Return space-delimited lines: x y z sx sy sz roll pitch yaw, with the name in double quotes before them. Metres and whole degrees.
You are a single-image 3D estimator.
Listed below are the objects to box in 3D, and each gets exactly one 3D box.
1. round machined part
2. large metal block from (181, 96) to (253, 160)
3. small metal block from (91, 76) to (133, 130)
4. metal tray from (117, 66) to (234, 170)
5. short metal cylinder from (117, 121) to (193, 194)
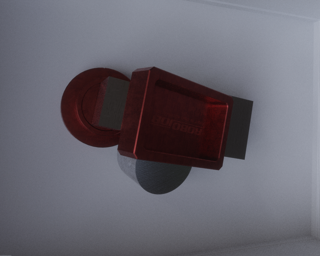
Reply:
"round machined part" -0.068 -0.025 0.375 0.099 0.042 0.097 0 90 -21
"large metal block" 0.073 -0.004 0.423 0.081 0.050 0.080 11 87 -20
"small metal block" -0.052 -0.025 0.332 0.025 0.050 0.050 13 86 -20
"metal tray" 0.023 -0.005 0.341 0.131 0.030 0.090 13 86 -39
"short metal cylinder" -0.006 0.035 0.382 0.081 0.050 0.079 -9 108 -30
